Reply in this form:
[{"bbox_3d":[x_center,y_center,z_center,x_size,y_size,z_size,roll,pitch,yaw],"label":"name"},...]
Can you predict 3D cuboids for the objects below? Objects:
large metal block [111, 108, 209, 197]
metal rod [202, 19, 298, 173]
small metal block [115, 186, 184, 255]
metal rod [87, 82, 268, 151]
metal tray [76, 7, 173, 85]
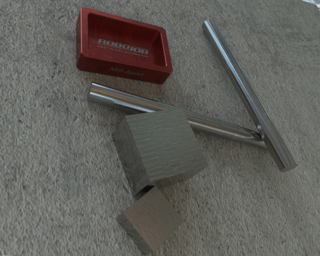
[{"bbox_3d":[-0.002,0.027,0.372,0.081,0.050,0.080,-10,67,-33],"label":"large metal block"},{"bbox_3d":[0.133,-0.068,0.498,0.025,0.025,0.299,-1,56,-29],"label":"metal rod"},{"bbox_3d":[-0.011,0.100,0.338,0.050,0.025,0.050,-34,81,-38],"label":"small metal block"},{"bbox_3d":[0.049,-0.009,0.437,0.302,0.025,0.025,15,56,-20],"label":"metal rod"},{"bbox_3d":[-0.051,-0.116,0.445,0.131,0.030,0.090,6,59,-26],"label":"metal tray"}]
